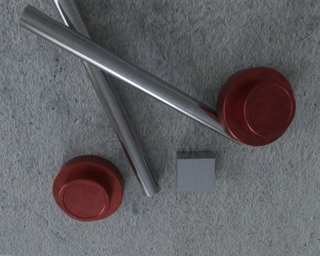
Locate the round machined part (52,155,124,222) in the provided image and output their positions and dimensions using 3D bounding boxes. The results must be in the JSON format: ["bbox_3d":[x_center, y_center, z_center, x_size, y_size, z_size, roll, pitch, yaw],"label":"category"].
[{"bbox_3d":[-0.101,0.091,0.433,0.099,0.042,0.097,0,110,0],"label":"round machined part"}]

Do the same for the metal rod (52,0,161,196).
[{"bbox_3d":[-0.065,-0.040,0.394,0.025,0.025,0.299,-20,109,7],"label":"metal rod"}]

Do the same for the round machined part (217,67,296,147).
[{"bbox_3d":[0.123,-0.025,0.378,0.099,0.042,0.097,-2,98,-15],"label":"round machined part"}]

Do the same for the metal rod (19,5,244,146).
[{"bbox_3d":[-0.015,-0.054,0.372,0.301,0.025,0.025,27,108,-17],"label":"metal rod"}]

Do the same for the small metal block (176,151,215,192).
[{"bbox_3d":[0.049,0.060,0.432,0.050,0.025,0.050,-1,110,0],"label":"small metal block"}]
